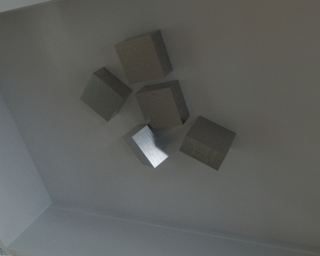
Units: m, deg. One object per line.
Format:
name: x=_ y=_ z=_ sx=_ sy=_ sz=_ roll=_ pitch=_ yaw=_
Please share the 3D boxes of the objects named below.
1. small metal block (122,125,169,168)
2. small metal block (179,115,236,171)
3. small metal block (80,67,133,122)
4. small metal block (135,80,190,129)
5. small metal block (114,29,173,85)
small metal block: x=-0.021 y=0.024 z=0.418 sx=0.050 sy=0.025 sz=0.050 roll=55 pitch=162 yaw=-11
small metal block: x=0.058 y=0.017 z=0.371 sx=0.050 sy=0.050 sz=0.025 roll=27 pitch=128 yaw=10
small metal block: x=-0.073 y=-0.045 z=0.418 sx=0.050 sy=0.025 sz=0.050 roll=40 pitch=129 yaw=0
small metal block: x=0.003 y=-0.029 z=0.388 sx=0.050 sy=0.025 sz=0.050 roll=-7 pitch=115 yaw=30
small metal block: x=-0.019 y=-0.083 z=0.366 sx=0.050 sy=0.025 sz=0.050 roll=-7 pitch=115 yaw=31
